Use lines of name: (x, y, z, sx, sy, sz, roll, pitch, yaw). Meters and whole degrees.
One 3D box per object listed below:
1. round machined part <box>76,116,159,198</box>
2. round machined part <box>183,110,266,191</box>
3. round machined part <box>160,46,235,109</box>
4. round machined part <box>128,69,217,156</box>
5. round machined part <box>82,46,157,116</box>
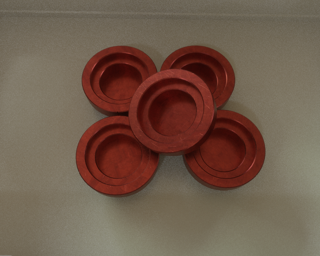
round machined part: (-0.050, 0.037, 0.385, 0.099, 0.042, 0.098, 0, 70, -1)
round machined part: (0.077, 0.030, 0.389, 0.099, 0.042, 0.098, 0, 70, -1)
round machined part: (0.048, -0.059, 0.421, 0.099, 0.042, 0.098, 0, 70, -1)
round machined part: (0.017, -0.015, 0.359, 0.098, 0.042, 0.098, -5, 74, 17)
round machined part: (-0.052, -0.058, 0.419, 0.099, 0.042, 0.098, 0, 70, -1)
